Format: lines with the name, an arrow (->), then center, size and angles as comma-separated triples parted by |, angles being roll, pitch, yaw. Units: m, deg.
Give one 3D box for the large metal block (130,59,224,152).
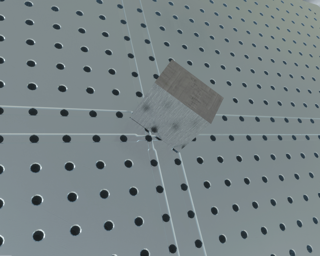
large metal block -> 0.020, -0.026, 0.399 | 0.080, 0.080, 0.050 | 36, 51, -5
